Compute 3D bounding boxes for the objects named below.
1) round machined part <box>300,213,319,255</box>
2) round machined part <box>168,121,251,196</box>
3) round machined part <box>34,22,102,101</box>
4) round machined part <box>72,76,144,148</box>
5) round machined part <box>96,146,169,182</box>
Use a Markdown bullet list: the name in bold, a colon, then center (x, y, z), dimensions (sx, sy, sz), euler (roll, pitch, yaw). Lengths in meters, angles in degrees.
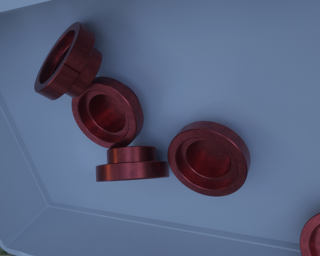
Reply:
- **round machined part**: center (0.216, 0.138, 0.351), dimensions (0.098, 0.042, 0.097), euler (2, 93, 46)
- **round machined part**: center (0.063, 0.034, 0.385), dimensions (0.098, 0.042, 0.097), euler (13, 124, 20)
- **round machined part**: center (-0.108, -0.076, 0.379), dimensions (0.098, 0.098, 0.042), euler (-28, 134, 37)
- **round machined part**: center (-0.065, -0.023, 0.416), dimensions (0.098, 0.042, 0.097), euler (13, 124, 20)
- **round machined part**: center (-0.038, 0.049, 0.423), dimensions (0.098, 0.099, 0.042), euler (-10, 78, 32)
